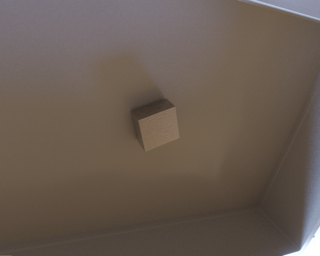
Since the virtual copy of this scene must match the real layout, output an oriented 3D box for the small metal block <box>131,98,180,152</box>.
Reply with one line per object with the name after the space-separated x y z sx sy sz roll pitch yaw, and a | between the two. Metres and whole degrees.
-0.005 -0.004 0.400 0.050 0.025 0.050 -21 127 -16 | small metal block
